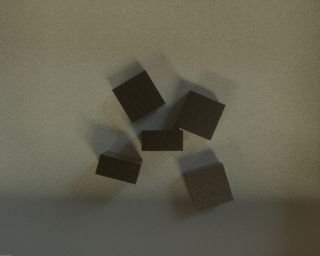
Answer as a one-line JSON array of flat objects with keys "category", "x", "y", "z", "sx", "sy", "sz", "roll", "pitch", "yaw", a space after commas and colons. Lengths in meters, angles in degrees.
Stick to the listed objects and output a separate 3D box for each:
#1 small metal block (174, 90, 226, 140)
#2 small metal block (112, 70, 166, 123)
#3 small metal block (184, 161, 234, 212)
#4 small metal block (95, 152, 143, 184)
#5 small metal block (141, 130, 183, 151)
[{"category": "small metal block", "x": 0.052, "y": -0.017, "z": 0.412, "sx": 0.050, "sy": 0.025, "sz": 0.050, "roll": 23, "pitch": 90, "yaw": -1}, {"category": "small metal block", "x": -0.027, "y": -0.041, "z": 0.411, "sx": 0.050, "sy": 0.025, "sz": 0.050, "roll": -31, "pitch": 90, "yaw": -1}, {"category": "small metal block", "x": 0.064, "y": 0.077, "z": 0.412, "sx": 0.050, "sy": 0.025, "sz": 0.050, "roll": -17, "pitch": 90, "yaw": -1}, {"category": "small metal block", "x": -0.051, "y": 0.050, "z": 0.398, "sx": 0.050, "sy": 0.050, "sz": 0.025, "roll": 15, "pitch": 90, "yaw": -1}, {"category": "small metal block", "x": 0.003, "y": 0.015, "z": 0.399, "sx": 0.050, "sy": 0.050, "sz": 0.025, "roll": 0, "pitch": 90, "yaw": -1}]
